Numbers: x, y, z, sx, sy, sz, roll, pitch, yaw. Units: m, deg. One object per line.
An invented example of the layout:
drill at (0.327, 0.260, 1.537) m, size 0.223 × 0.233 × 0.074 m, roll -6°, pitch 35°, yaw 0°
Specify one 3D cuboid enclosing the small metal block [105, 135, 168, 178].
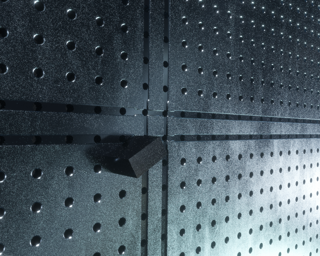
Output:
small metal block at (-0.029, 0.033, 0.371) m, size 0.050 × 0.050 × 0.025 m, roll -36°, pitch 113°, yaw -35°
